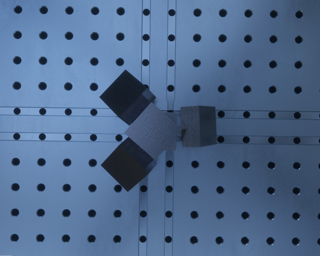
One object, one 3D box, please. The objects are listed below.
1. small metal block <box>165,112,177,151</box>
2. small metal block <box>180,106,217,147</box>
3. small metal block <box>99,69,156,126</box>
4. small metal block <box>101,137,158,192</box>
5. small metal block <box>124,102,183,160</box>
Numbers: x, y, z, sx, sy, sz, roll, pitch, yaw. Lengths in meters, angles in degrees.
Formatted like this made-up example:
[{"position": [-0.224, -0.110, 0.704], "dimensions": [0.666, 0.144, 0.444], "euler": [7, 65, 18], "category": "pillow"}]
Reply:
[{"position": [-0.004, 0.003, 0.413], "dimensions": [0.050, 0.025, 0.050], "euler": [2, 93, 0], "category": "small metal block"}, {"position": [0.051, -0.002, 0.398], "dimensions": [0.025, 0.050, 0.050], "euler": [-3, 90, 33], "category": "small metal block"}, {"position": [-0.042, -0.040, 0.401], "dimensions": [0.050, 0.025, 0.050], "euler": [-47, 54, 0], "category": "small metal block"}, {"position": [-0.040, 0.047, 0.400], "dimensions": [0.050, 0.025, 0.050], "euler": [45, 127, 0], "category": "small metal block"}, {"position": [-0.008, 0.004, 0.388], "dimensions": [0.050, 0.025, 0.050], "euler": [41, 89, -1], "category": "small metal block"}]
